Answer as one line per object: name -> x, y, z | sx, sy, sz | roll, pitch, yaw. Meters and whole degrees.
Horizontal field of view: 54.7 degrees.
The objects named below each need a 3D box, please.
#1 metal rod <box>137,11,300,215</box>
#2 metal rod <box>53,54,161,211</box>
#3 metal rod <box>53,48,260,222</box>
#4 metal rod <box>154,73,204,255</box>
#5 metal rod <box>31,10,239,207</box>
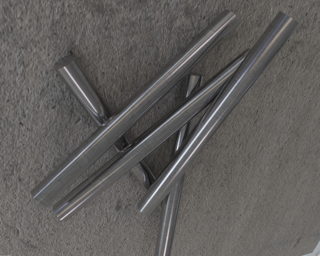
metal rod -> 0.056, 0.001, 0.376 | 0.025, 0.025, 0.298 | 16, 120, -35
metal rod -> -0.040, 0.035, 0.406 | 0.025, 0.025, 0.299 | -34, 129, -6
metal rod -> -0.004, 0.008, 0.374 | 0.300, 0.025, 0.025 | -39, 129, 0
metal rod -> 0.022, 0.071, 0.438 | 0.025, 0.025, 0.298 | -2, 112, -28
metal rod -> -0.022, -0.028, 0.351 | 0.300, 0.025, 0.025 | -44, 130, -8
